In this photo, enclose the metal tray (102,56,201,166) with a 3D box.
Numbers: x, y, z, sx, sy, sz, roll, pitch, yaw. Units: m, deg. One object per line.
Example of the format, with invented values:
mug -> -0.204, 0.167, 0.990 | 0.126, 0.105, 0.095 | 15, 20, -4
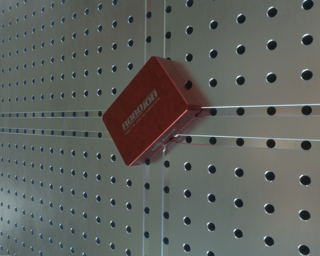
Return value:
metal tray -> -0.017, -0.020, 0.418 | 0.129, 0.030, 0.090 | -45, 64, 30
